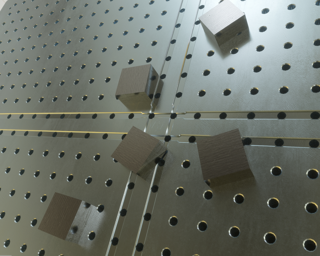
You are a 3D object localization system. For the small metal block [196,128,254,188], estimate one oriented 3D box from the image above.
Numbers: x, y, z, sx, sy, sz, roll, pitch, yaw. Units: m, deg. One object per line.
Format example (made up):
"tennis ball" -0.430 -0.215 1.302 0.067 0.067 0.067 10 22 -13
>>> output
"small metal block" 0.073 0.034 0.350 0.050 0.025 0.050 -19 54 17

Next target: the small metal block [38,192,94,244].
"small metal block" -0.122 0.116 0.402 0.050 0.025 0.050 7 65 31

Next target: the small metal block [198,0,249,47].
"small metal block" 0.093 -0.155 0.456 0.050 0.025 0.050 -33 51 7

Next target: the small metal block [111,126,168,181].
"small metal block" -0.027 0.032 0.404 0.050 0.025 0.050 27 76 37

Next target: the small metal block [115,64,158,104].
"small metal block" -0.035 -0.066 0.468 0.050 0.025 0.050 -4 60 26
